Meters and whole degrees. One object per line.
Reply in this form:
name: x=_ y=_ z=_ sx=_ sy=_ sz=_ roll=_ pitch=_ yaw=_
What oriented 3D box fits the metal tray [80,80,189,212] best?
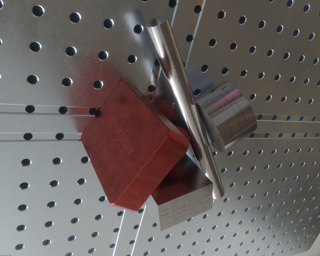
metal tray: x=-0.035 y=0.013 z=0.334 sx=0.030 sy=0.130 sz=0.090 roll=31 pitch=101 yaw=-38

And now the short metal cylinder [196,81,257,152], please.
short metal cylinder: x=0.082 y=-0.015 z=0.411 sx=0.050 sy=0.080 sz=0.080 roll=-32 pitch=129 yaw=-8

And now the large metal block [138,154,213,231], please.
large metal block: x=0.019 y=0.086 z=0.441 sx=0.081 sy=0.080 sz=0.050 roll=-18 pitch=126 yaw=-19

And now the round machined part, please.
round machined part: x=-0.001 y=0.017 z=0.412 sx=0.099 sy=0.042 sz=0.097 roll=-14 pitch=125 yaw=-21

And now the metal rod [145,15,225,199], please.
metal rod: x=0.044 y=-0.002 z=0.408 sx=0.025 sy=0.025 sz=0.299 roll=-31 pitch=129 yaw=-9
